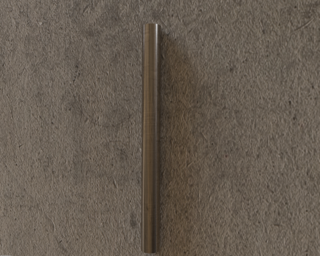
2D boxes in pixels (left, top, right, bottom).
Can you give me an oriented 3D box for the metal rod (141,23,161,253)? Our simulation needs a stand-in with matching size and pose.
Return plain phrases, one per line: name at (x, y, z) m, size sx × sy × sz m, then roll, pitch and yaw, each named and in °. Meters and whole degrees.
metal rod at (-0.012, 0.014, 0.413) m, size 0.025 × 0.025 × 0.298 m, roll 0°, pitch 90°, yaw 19°
